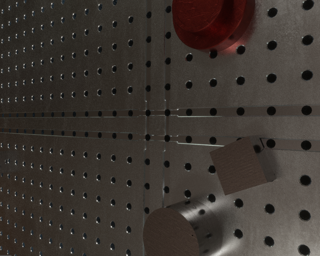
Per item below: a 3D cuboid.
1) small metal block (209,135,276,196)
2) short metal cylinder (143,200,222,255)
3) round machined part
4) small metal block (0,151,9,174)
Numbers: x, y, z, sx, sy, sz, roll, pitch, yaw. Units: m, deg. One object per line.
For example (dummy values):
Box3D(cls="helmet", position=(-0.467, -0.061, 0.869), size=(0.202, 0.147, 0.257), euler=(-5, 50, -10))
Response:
Box3D(cls="small metal block", position=(0.089, 0.040, 0.335), size=(0.050, 0.025, 0.050), euler=(-29, 72, 36))
Box3D(cls="short metal cylinder", position=(0.026, 0.130, 0.370), size=(0.080, 0.050, 0.079), euler=(0, 90, 39))
Box3D(cls="round machined part", position=(0.053, -0.139, 0.354), size=(0.098, 0.042, 0.097), euler=(0, 90, 39))
Box3D(cls="small metal block", position=(-0.377, 0.082, 0.715), size=(0.050, 0.025, 0.050), euler=(-15, 81, 38))
